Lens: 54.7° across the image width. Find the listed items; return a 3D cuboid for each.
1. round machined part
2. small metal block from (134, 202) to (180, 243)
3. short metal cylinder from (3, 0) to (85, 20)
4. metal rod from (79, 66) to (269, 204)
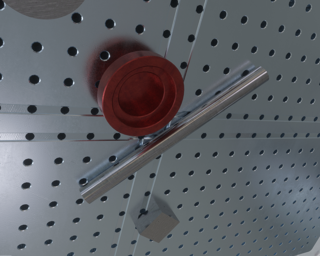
[{"bbox_3d":[-0.025,-0.043,0.361,0.099,0.042,0.097,-14,124,-21],"label":"round machined part"},{"bbox_3d":[-0.005,0.154,0.505,0.050,0.025,0.050,-46,129,4],"label":"small metal block"},{"bbox_3d":[-0.101,-0.136,0.256,0.081,0.050,0.079,-14,124,-21],"label":"short metal cylinder"},{"bbox_3d":[0.024,0.006,0.428,0.301,0.025,0.025,-34,129,-6],"label":"metal rod"}]
